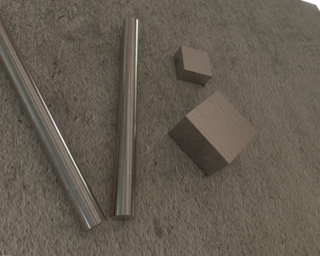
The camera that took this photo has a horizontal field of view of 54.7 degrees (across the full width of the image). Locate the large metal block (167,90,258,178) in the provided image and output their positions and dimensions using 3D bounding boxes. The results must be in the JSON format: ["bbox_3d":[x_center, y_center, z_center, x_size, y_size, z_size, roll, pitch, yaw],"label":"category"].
[{"bbox_3d":[0.072,0.007,0.424,0.080,0.050,0.080,48,51,5],"label":"large metal block"}]

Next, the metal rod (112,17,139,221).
[{"bbox_3d":[-0.042,-0.034,0.403,0.025,0.025,0.299,12,56,-22],"label":"metal rod"}]

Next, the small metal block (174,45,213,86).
[{"bbox_3d":[0.053,-0.100,0.495,0.050,0.025,0.050,10,57,-23],"label":"small metal block"}]

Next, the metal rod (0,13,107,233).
[{"bbox_3d":[-0.140,-0.026,0.344,0.025,0.025,0.299,-21,73,-36],"label":"metal rod"}]
